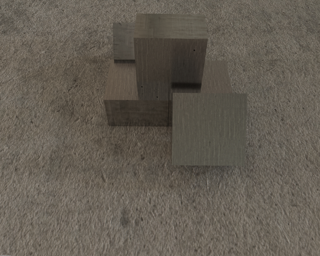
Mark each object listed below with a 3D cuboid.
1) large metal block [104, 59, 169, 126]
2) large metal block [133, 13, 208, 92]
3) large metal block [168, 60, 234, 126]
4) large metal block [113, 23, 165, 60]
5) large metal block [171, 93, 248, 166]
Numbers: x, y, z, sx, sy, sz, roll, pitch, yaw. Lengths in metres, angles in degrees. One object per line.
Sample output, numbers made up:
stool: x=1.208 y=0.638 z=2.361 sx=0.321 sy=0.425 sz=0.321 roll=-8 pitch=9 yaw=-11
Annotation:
large metal block: x=-0.029 y=-0.049 z=0.427 sx=0.081 sy=0.050 sz=0.080 roll=1 pitch=50 yaw=0
large metal block: x=0.012 y=-0.090 z=0.381 sx=0.081 sy=0.080 sz=0.050 roll=1 pitch=50 yaw=0
large metal block: x=0.052 y=-0.049 z=0.428 sx=0.081 sy=0.050 sz=0.080 roll=1 pitch=50 yaw=0
large metal block: x=-0.024 y=-0.124 z=0.465 sx=0.081 sy=0.050 sz=0.080 roll=0 pitch=6 yaw=0
large metal block: x=0.054 y=-0.001 z=0.362 sx=0.081 sy=0.079 sz=0.050 roll=1 pitch=6 yaw=0
